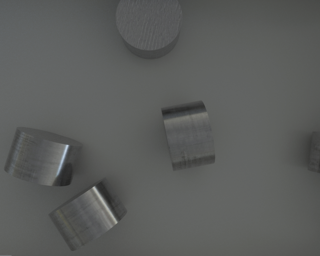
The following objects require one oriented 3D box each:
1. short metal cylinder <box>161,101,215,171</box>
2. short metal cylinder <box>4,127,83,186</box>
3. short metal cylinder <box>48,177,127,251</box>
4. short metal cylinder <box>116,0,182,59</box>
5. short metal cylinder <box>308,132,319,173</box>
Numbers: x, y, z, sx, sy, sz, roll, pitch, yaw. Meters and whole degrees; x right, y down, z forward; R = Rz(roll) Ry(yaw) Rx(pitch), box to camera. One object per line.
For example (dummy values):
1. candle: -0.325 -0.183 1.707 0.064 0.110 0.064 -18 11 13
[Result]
1. short metal cylinder: 0.033 0.010 0.384 0.050 0.080 0.080 -11 90 0
2. short metal cylinder: -0.142 0.034 0.383 0.080 0.080 0.050 17 90 0
3. short metal cylinder: -0.088 0.104 0.383 0.080 0.080 0.050 -32 90 0
4. short metal cylinder: -0.013 -0.134 0.399 0.081 0.050 0.080 0 90 0
5. short metal cylinder: 0.231 0.034 0.385 0.080 0.080 0.050 7 90 0
